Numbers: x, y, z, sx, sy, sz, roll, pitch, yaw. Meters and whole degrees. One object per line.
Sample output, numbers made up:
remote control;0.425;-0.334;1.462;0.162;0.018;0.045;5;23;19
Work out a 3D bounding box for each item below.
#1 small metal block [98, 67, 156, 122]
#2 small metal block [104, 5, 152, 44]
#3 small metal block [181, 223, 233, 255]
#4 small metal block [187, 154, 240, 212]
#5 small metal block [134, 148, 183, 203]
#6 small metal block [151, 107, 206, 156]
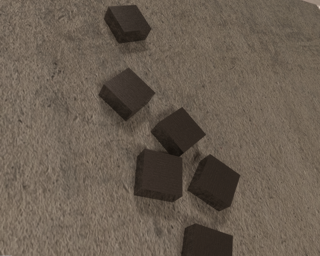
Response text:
small metal block;-0.043;-0.045;0.409;0.050;0.025;0.050;44;51;2
small metal block;-0.050;-0.160;0.476;0.050;0.025;0.050;-20;73;-36
small metal block;0.053;0.142;0.348;0.050;0.025;0.050;23;53;-15
small metal block;0.070;0.071;0.401;0.050;0.025;0.050;35;51;-5
small metal block;-0.001;0.057;0.370;0.050;0.025;0.050;16;55;-20
small metal block;0.025;0.007;0.415;0.050;0.025;0.050;-34;81;-39
